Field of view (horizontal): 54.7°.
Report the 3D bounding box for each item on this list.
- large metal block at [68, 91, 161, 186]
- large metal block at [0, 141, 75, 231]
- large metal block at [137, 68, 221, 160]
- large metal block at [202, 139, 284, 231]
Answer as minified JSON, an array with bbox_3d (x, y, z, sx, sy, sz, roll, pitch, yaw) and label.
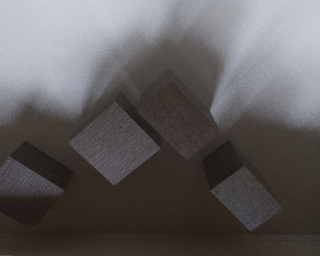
[{"bbox_3d":[-0.055,0.013,0.402,0.080,0.050,0.080,-40,106,13],"label":"large metal block"},{"bbox_3d":[-0.180,0.078,0.425,0.080,0.050,0.080,37,106,-13],"label":"large metal block"},{"bbox_3d":[0.021,-0.020,0.375,0.050,0.080,0.080,-42,105,14],"label":"large metal block"},{"bbox_3d":[0.105,0.073,0.409,0.050,0.080,0.080,-40,105,13],"label":"large metal block"}]
